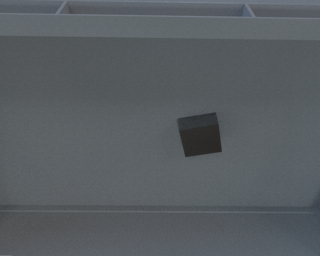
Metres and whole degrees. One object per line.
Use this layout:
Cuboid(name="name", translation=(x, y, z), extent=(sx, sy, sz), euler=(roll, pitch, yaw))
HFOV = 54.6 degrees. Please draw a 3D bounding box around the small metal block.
Cuboid(name="small metal block", translation=(0.054, 0.010, 0.418), extent=(0.050, 0.025, 0.050), euler=(-9, 130, 7))
